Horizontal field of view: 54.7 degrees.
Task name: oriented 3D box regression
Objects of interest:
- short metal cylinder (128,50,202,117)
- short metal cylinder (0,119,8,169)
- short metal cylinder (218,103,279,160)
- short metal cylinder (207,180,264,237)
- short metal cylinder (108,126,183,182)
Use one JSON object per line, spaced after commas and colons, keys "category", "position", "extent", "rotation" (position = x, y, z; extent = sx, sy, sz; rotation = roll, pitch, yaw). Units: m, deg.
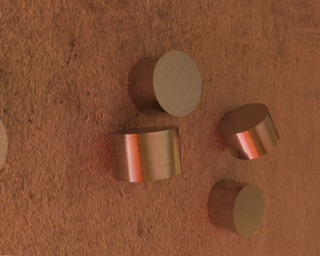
{"category": "short metal cylinder", "position": [0.007, -0.054, 0.394], "extent": [0.081, 0.050, 0.080], "rotation": [0, 90, -40]}
{"category": "short metal cylinder", "position": [-0.171, 0.013, 0.245], "extent": [0.081, 0.050, 0.080], "rotation": [0, 90, -40]}
{"category": "short metal cylinder", "position": [0.138, 0.004, 0.484], "extent": [0.080, 0.080, 0.050], "rotation": [-45, 118, -30]}
{"category": "short metal cylinder", "position": [0.120, 0.124, 0.489], "extent": [0.081, 0.050, 0.080], "rotation": [0, 90, -40]}
{"category": "short metal cylinder", "position": [-0.016, 0.027, 0.355], "extent": [0.081, 0.080, 0.050], "rotation": [-9, 96, -40]}
